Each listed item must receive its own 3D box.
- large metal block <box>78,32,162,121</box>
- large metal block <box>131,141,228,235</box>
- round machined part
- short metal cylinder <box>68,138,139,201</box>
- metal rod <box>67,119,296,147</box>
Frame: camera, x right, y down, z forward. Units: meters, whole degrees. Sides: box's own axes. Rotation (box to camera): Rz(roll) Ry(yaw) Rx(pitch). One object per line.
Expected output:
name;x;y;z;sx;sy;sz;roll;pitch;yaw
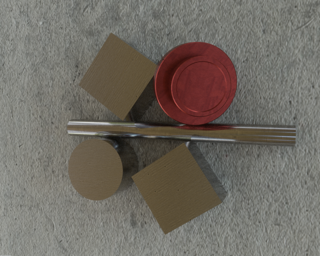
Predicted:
large metal block;-0.045;-0.065;0.409;0.080;0.050;0.080;38;102;15
large metal block;0.025;0.072;0.387;0.080;0.050;0.080;-35;79;16
round machined part;0.043;-0.050;0.360;0.099;0.042;0.097;-2;105;-8
short metal cylinder;-0.076;0.054;0.422;0.080;0.050;0.079;0;90;19
metal rod;0.013;0.004;0.406;0.301;0.025;0.025;2;91;19
